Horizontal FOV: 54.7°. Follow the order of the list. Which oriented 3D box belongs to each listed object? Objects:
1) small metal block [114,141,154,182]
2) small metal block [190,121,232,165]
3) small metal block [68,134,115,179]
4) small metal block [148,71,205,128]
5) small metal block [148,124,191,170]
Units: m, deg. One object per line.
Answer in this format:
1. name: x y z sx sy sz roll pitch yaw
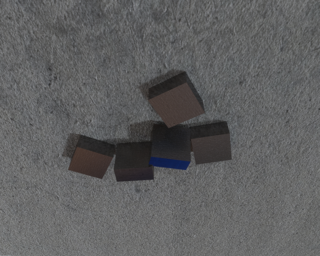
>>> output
1. small metal block: -0.034 0.046 0.429 0.050 0.050 0.025 -4 130 3
2. small metal block: 0.070 0.021 0.426 0.050 0.025 0.050 -9 130 7
3. small metal block: -0.098 0.042 0.442 0.050 0.025 0.050 19 128 -16
4. small metal block: 0.020 -0.034 0.379 0.050 0.025 0.050 -23 127 18
5. small metal block: 0.013 0.025 0.409 0.050 0.050 0.025 8 146 -7
